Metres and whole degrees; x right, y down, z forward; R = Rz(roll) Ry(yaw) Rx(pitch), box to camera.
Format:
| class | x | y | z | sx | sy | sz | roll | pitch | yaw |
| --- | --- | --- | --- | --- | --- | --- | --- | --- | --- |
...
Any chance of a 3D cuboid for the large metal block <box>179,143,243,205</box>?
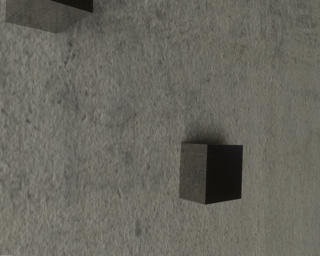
| class | x | y | z | sx | sy | sz | roll | pitch | yaw |
| --- | --- | --- | --- | --- | --- | --- | --- | --- | --- |
| large metal block | 0.076 | 0.063 | 0.455 | 0.081 | 0.050 | 0.080 | 4 | 88 | -40 |

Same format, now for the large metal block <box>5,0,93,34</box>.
| class | x | y | z | sx | sy | sz | roll | pitch | yaw |
| --- | --- | --- | --- | --- | --- | --- | --- | --- | --- |
| large metal block | -0.102 | -0.141 | 0.284 | 0.050 | 0.080 | 0.079 | 3 | 88 | -40 |
